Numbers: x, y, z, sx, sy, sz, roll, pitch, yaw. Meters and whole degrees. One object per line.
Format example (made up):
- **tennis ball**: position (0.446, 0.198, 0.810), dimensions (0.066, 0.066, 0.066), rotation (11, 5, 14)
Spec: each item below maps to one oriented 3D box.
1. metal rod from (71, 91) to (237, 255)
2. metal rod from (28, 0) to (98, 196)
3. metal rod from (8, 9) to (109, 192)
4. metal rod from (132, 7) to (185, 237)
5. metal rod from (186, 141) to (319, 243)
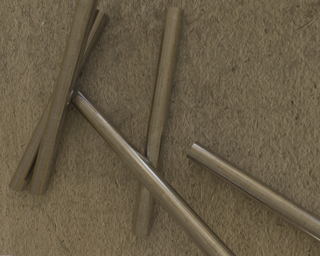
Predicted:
- **metal rod**: position (-0.022, 0.051, 0.388), dimensions (0.300, 0.025, 0.025), rotation (45, 104, 25)
- **metal rod**: position (-0.140, -0.038, 0.438), dimensions (0.025, 0.025, 0.298), rotation (25, 105, 18)
- **metal rod**: position (-0.155, -0.036, 0.463), dimensions (0.025, 0.025, 0.299), rotation (32, 100, 17)
- **metal rod**: position (-0.003, -0.005, 0.409), dimensions (0.025, 0.025, 0.298), rotation (10, 93, 19)
- **metal rod**: position (0.162, 0.104, 0.351), dimensions (0.300, 0.025, 0.025), rotation (32, 100, 17)
